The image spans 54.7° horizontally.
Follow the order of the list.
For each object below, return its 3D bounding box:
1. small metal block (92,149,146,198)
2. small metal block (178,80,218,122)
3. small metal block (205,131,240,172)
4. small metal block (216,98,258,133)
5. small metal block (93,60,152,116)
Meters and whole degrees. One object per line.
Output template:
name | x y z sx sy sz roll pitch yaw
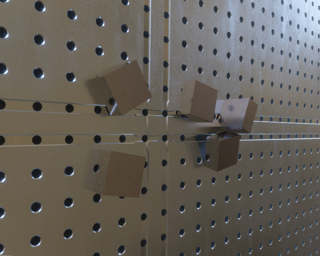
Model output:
small metal block | -0.048 0.055 0.371 0.050 0.025 0.050 15 80 -39
small metal block | 0.057 -0.038 0.459 0.050 0.025 0.050 17 79 -39
small metal block | 0.098 0.036 0.487 0.050 0.025 0.050 -12 112 -39
small metal block | 0.124 -0.019 0.500 0.025 0.050 0.050 33 70 -36
small metal block | -0.044 -0.048 0.374 0.050 0.025 0.050 -36 113 -34
